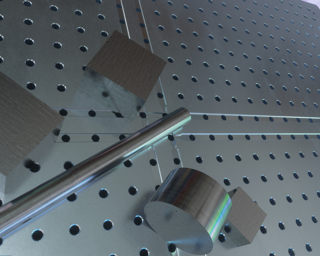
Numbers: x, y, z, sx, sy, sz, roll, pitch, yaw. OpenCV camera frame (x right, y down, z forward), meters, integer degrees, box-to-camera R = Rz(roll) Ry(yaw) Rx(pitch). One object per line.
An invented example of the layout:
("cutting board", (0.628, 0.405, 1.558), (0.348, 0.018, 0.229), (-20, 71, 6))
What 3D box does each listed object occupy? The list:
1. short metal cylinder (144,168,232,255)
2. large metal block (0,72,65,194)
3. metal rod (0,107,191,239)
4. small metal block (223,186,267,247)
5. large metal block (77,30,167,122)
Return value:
("short metal cylinder", (0.030, 0.089, 0.335), (0.080, 0.080, 0.050), (41, 51, 0))
("large metal block", (-0.156, 0.004, 0.306), (0.080, 0.050, 0.080), (37, 51, -4))
("metal rod", (-0.070, 0.042, 0.344), (0.302, 0.025, 0.025), (-30, 79, -38))
("small metal block", (0.100, 0.112, 0.394), (0.050, 0.025, 0.050), (46, 51, 4))
("large metal block", (-0.048, -0.069, 0.408), (0.080, 0.050, 0.080), (31, 52, -9))
